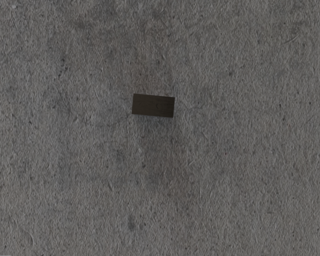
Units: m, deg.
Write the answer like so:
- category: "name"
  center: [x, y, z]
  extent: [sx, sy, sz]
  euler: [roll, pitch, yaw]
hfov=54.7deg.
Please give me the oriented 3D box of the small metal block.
- category: "small metal block"
  center: [-0.008, -0.027, 0.398]
  extent: [0.050, 0.050, 0.025]
  euler: [5, 90, -1]
